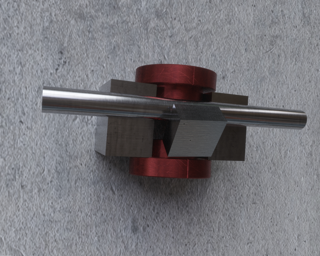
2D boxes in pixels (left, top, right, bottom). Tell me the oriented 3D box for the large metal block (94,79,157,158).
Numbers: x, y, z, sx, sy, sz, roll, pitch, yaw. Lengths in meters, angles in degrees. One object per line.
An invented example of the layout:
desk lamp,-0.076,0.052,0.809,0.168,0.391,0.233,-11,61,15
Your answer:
large metal block,-0.043,-0.010,0.365,0.050,0.080,0.080,5,89,-20

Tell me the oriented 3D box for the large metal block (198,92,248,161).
large metal block,0.068,-0.001,0.406,0.050,0.080,0.080,4,89,-20

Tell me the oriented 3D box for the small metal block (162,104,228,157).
small metal block,0.035,0.004,0.324,0.050,0.025,0.050,2,130,-19

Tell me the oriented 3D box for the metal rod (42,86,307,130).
metal rod,0.033,-0.018,0.337,0.302,0.025,0.025,3,89,-20

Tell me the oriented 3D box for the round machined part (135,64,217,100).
round machined part,0.018,-0.047,0.378,0.099,0.098,0.042,4,90,-20

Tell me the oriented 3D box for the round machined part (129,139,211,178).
round machined part,0.013,0.037,0.376,0.099,0.098,0.042,5,84,-20
